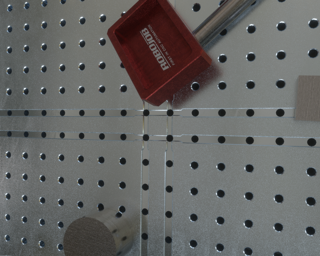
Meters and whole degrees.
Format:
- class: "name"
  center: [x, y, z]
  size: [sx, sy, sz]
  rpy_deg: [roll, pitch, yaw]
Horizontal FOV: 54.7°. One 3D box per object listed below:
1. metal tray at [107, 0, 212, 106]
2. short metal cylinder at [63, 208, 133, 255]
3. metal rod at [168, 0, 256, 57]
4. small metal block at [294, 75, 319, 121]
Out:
- class: "metal tray"
  center: [-0.006, -0.103, 0.390]
  size: [0.090, 0.030, 0.130]
  rpy_deg: [-37, 61, 17]
- class: "short metal cylinder"
  center: [-0.084, 0.157, 0.429]
  size: [0.080, 0.050, 0.079]
  rpy_deg: [0, 90, 20]
- class: "metal rod"
  center: [0.126, -0.179, 0.367]
  size: [0.299, 0.025, 0.025]
  rpy_deg: [-41, 77, 15]
- class: "small metal block"
  center: [0.181, -0.032, 0.349]
  size: [0.050, 0.025, 0.050]
  rpy_deg: [4, 91, 20]
